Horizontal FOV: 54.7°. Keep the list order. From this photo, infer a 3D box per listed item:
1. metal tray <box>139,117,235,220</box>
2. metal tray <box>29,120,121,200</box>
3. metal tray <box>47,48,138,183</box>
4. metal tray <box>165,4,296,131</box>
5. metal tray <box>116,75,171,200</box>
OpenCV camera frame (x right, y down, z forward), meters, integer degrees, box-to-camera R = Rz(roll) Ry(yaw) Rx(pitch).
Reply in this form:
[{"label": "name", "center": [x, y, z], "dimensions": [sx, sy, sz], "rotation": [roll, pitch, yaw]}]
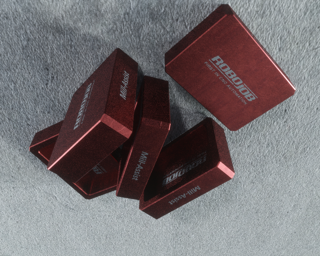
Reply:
[{"label": "metal tray", "center": [0.030, 0.053, 0.412], "dimensions": [0.130, 0.090, 0.030], "rotation": [-36, 122, 26]}, {"label": "metal tray", "center": [-0.105, 0.044, 0.442], "dimensions": [0.090, 0.030, 0.130], "rotation": [-23, 127, 18]}, {"label": "metal tray", "center": [-0.066, -0.018, 0.324], "dimensions": [0.030, 0.130, 0.090], "rotation": [36, 121, -27]}, {"label": "metal tray", "center": [0.080, -0.061, 0.354], "dimensions": [0.090, 0.030, 0.130], "rotation": [-37, 122, 26]}, {"label": "metal tray", "center": [-0.022, 0.014, 0.377], "dimensions": [0.030, 0.090, 0.129], "rotation": [13, 129, -11]}]
